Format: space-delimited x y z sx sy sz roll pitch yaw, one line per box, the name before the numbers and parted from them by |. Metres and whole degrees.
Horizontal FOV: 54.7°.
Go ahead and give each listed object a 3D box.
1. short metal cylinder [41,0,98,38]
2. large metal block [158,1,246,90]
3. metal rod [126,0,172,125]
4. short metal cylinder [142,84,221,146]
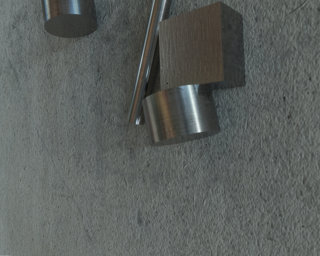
short metal cylinder | -0.142 -0.182 0.486 0.080 0.081 0.050 -14 81 39
large metal block | 0.047 -0.085 0.350 0.080 0.050 0.080 -3 88 40
metal rod | -0.001 -0.151 0.405 0.025 0.025 0.298 22 104 38
short metal cylinder | 0.024 -0.012 0.350 0.080 0.081 0.050 -18 79 38
